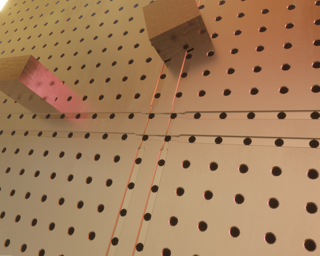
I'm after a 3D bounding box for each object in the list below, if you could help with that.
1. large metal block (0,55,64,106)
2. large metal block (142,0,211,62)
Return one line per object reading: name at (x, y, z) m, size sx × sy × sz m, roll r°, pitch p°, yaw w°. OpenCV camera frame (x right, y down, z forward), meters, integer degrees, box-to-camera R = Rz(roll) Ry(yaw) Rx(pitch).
large metal block at (-0.236, -0.081, 0.548) m, size 0.080 × 0.080 × 0.050 m, roll 2°, pitch 63°, yaw 29°
large metal block at (0.025, -0.162, 0.480) m, size 0.080 × 0.050 × 0.080 m, roll -22°, pitch 54°, yaw 15°
